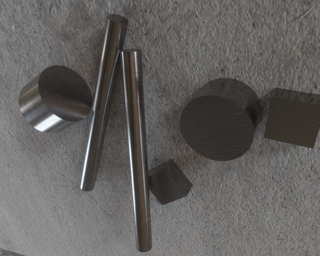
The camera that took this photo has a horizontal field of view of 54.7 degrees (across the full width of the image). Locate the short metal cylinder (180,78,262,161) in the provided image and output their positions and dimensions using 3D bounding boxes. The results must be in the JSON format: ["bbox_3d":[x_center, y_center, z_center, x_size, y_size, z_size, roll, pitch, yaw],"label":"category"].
[{"bbox_3d":[0.069,-0.010,0.348,0.080,0.050,0.079,13,124,21],"label":"short metal cylinder"}]

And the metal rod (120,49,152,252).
[{"bbox_3d":[-0.030,0.046,0.424,0.025,0.025,0.298,8,114,24],"label":"metal rod"}]

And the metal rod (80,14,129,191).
[{"bbox_3d":[-0.087,-0.013,0.444,0.025,0.025,0.298,27,128,11],"label":"metal rod"}]

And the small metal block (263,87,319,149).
[{"bbox_3d":[0.141,-0.011,0.326,0.050,0.025,0.050,13,124,21],"label":"small metal block"}]

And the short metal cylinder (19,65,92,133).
[{"bbox_3d":[-0.141,-0.038,0.422,0.050,0.080,0.080,-23,106,36],"label":"short metal cylinder"}]

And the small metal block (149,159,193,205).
[{"bbox_3d":[0.010,0.080,0.451,0.050,0.025,0.050,-31,101,38],"label":"small metal block"}]
